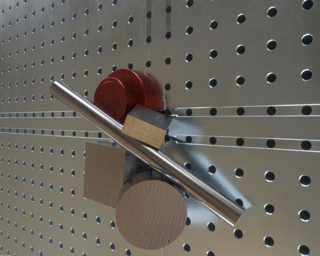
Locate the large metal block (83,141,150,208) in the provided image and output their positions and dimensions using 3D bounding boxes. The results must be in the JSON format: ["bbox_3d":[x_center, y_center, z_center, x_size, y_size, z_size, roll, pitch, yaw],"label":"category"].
[{"bbox_3d":[-0.061,0.063,0.438,0.080,0.050,0.079,6,94,39],"label":"large metal block"}]

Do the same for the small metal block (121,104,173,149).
[{"bbox_3d":[-0.015,-0.004,0.391,0.050,0.050,0.025,23,111,2],"label":"small metal block"}]

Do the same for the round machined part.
[{"bbox_3d":[-0.057,-0.037,0.443,0.098,0.042,0.097,0,90,39],"label":"round machined part"}]

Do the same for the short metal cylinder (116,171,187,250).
[{"bbox_3d":[-0.011,0.096,0.373,0.081,0.050,0.079,0,94,-5],"label":"short metal cylinder"}]

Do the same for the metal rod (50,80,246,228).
[{"bbox_3d":[-0.031,0.020,0.390,0.300,0.025,0.025,34,111,21],"label":"metal rod"}]
